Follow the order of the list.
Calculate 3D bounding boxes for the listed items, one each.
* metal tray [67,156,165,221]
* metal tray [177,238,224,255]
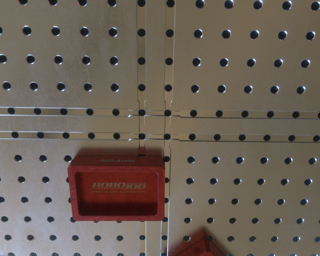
[{"bbox_3d":[-0.059,0.087,0.441,0.131,0.030,0.089,0,110,-1],"label":"metal tray"},{"bbox_3d":[0.080,0.250,0.504,0.090,0.030,0.130,-38,106,12],"label":"metal tray"}]
